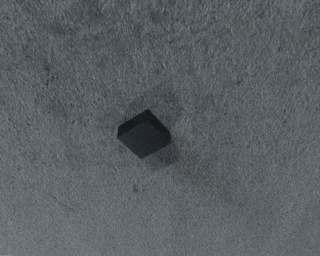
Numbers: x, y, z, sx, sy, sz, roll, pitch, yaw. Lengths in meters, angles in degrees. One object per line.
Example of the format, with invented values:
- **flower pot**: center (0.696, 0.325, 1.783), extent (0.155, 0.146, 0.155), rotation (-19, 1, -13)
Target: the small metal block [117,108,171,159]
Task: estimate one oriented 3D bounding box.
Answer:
- **small metal block**: center (-0.021, 0.009, 0.416), extent (0.050, 0.025, 0.050), rotation (-30, 125, 22)
